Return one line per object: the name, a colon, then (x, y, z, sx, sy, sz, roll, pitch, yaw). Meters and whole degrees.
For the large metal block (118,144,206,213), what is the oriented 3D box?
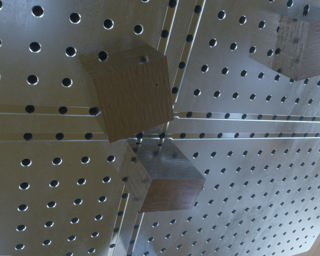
large metal block: (0.001, 0.065, 0.418, 0.081, 0.080, 0.050, 6, 115, -32)

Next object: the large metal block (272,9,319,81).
large metal block: (0.214, -0.120, 0.441, 0.081, 0.050, 0.079, -16, 125, -20)

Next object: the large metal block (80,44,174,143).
large metal block: (-0.035, -0.040, 0.352, 0.081, 0.050, 0.079, -21, 127, -17)
